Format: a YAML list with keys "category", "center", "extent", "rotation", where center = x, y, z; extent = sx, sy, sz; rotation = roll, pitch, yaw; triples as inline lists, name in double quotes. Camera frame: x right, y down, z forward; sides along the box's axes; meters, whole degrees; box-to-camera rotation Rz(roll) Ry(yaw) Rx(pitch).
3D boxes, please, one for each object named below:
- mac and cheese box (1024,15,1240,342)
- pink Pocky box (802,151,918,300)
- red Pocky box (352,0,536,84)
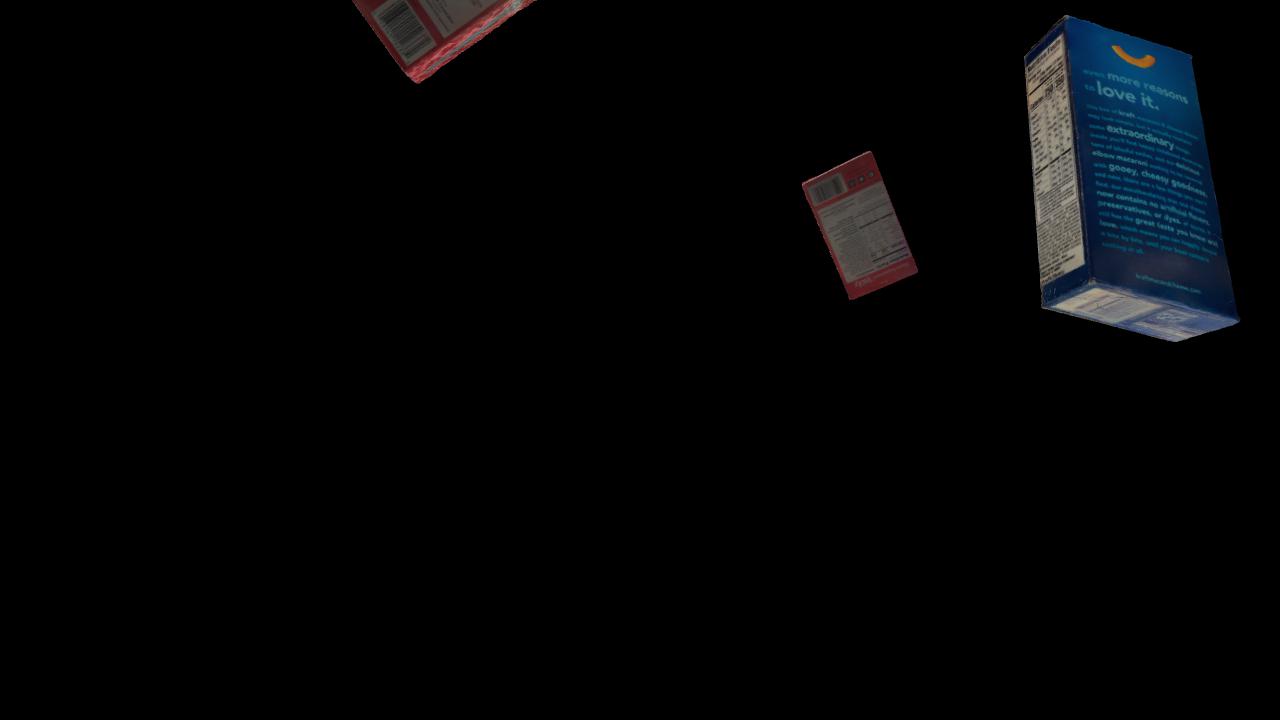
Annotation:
- category: "mac and cheese box"
  center: [0.284, -0.109, 0.364]
  extent: [0.093, 0.184, 0.041]
  rotation: [12, -19, -6]
- category: "pink Pocky box"
  center: [0.261, -0.157, 0.731]
  extent: [0.084, 0.155, 0.029]
  rotation: [-24, 14, 18]
- category: "red Pocky box"
  center: [-0.112, -0.261, 0.403]
  extent: [0.155, 0.083, 0.028]
  rotation: [-34, 5, 2]
